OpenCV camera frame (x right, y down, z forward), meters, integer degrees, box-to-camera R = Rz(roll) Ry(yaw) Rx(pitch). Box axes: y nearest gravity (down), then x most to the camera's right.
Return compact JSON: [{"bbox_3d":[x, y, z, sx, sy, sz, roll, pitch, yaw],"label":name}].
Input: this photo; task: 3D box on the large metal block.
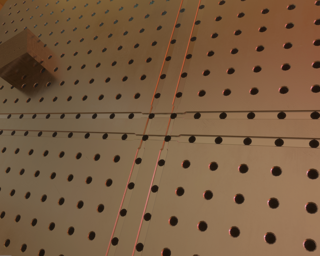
[{"bbox_3d":[-0.284,-0.143,0.631,0.080,0.050,0.080,-26,52,12],"label":"large metal block"}]
